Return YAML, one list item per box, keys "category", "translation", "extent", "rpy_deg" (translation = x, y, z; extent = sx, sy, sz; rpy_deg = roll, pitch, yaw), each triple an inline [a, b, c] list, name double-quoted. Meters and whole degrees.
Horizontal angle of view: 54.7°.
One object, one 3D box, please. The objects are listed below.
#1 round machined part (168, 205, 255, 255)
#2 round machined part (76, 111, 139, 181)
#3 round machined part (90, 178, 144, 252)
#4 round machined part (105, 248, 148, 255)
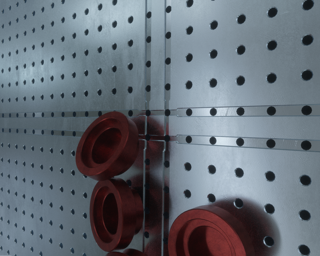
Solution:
- category: "round machined part"
  translation: [0.060, 0.136, 0.347]
  extent: [0.098, 0.042, 0.097]
  rpy_deg: [0, 90, 39]
- category: "round machined part"
  translation: [-0.068, 0.029, 0.436]
  extent: [0.098, 0.042, 0.098]
  rpy_deg: [-21, 50, 28]
- category: "round machined part"
  translation: [-0.059, 0.119, 0.435]
  extent: [0.098, 0.042, 0.097]
  rpy_deg: [-8, 80, 52]
- category: "round machined part"
  translation: [-0.034, 0.200, 0.408]
  extent: [0.098, 0.042, 0.097]
  rpy_deg: [18, 126, 26]
